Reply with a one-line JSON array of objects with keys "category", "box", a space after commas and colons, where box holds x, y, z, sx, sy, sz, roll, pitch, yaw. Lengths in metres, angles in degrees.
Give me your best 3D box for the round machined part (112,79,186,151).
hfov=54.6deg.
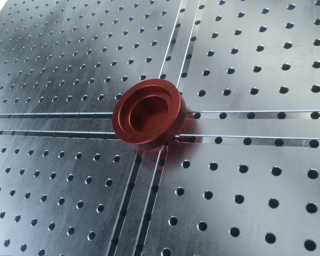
[{"category": "round machined part", "box": [-0.011, -0.014, 0.412, 0.098, 0.042, 0.098, -13, 56, 21]}]
